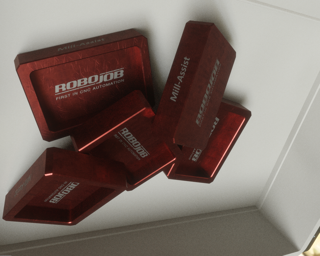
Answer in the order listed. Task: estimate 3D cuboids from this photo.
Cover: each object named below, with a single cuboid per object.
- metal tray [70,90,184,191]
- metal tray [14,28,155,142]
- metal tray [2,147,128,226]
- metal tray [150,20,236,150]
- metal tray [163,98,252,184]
[{"bbox_3d":[-0.032,0.022,0.373,0.090,0.030,0.130,-33,144,2],"label":"metal tray"},{"bbox_3d":[-0.074,-0.047,0.334,0.131,0.030,0.089,-19,126,-18],"label":"metal tray"},{"bbox_3d":[-0.109,0.073,0.352,0.091,0.030,0.129,19,137,-36],"label":"metal tray"},{"bbox_3d":[0.043,-0.043,0.357,0.090,0.030,0.129,18,90,-59],"label":"metal tray"},{"bbox_3d":[0.065,0.018,0.452,0.091,0.030,0.129,13,112,-34],"label":"metal tray"}]
